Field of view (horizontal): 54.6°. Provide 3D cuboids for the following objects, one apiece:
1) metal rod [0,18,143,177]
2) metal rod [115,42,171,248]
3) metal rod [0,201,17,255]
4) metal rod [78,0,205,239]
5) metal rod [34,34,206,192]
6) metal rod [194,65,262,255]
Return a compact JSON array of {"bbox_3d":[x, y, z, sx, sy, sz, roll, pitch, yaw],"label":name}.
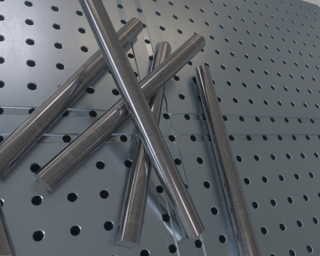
[{"bbox_3d":[-0.099,-0.061,0.391,0.025,0.025,0.301,35,51,-5],"label":"metal rod"},{"bbox_3d":[-0.014,-0.003,0.401,0.025,0.025,0.300,20,54,-16],"label":"metal rod"},{"bbox_3d":[-0.187,-0.001,0.292,0.025,0.025,0.299,-15,65,-34],"label":"metal rod"},{"bbox_3d":[-0.022,-0.016,0.358,0.025,0.025,0.299,-24,90,-36],"label":"metal rod"},{"bbox_3d":[-0.030,-0.038,0.390,0.025,0.025,0.301,43,58,1],"label":"metal rod"},{"bbox_3d":[0.089,0.038,0.432,0.025,0.025,0.299,5,60,-26],"label":"metal rod"}]
